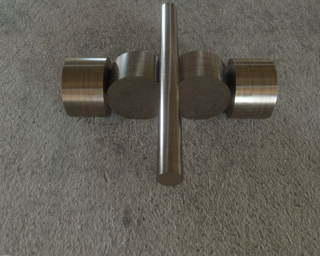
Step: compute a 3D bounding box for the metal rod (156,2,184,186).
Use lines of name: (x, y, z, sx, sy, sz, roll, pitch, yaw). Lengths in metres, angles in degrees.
metal rod: (0.012, -0.067, 0.381, 0.025, 0.025, 0.300, 1, 50, 0)

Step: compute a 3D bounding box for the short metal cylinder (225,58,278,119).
short metal cylinder: (0.117, -0.052, 0.414, 0.050, 0.080, 0.080, 1, 50, 0)

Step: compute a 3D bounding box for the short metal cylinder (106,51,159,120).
short metal cylinder: (-0.029, -0.055, 0.416, 0.080, 0.080, 0.050, 1, 50, 0)

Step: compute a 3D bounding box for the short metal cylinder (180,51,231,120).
short metal cylinder: (0.051, -0.056, 0.416, 0.080, 0.080, 0.050, 1, 50, 0)

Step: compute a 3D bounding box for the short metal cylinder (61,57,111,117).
short metal cylinder: (-0.094, -0.054, 0.414, 0.050, 0.080, 0.080, 1, 50, 0)
